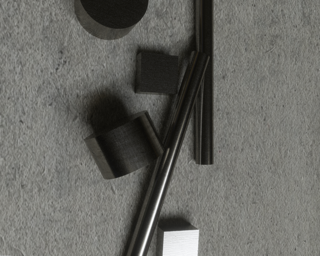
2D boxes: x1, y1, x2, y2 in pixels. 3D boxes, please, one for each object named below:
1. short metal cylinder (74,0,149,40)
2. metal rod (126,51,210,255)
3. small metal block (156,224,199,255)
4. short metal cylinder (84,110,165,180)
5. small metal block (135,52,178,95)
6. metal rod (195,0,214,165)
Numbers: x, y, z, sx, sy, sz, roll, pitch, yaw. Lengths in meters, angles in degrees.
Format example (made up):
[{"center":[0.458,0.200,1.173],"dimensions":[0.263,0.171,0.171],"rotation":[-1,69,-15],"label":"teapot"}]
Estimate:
[{"center":[-0.060,-0.152,0.373],"dimensions":[0.081,0.050,0.079],"rotation":[0,90,-20],"label":"short metal cylinder"},{"center":[0.008,0.046,0.401],"dimensions":[0.025,0.025,0.299],"rotation":[19,88,-19],"label":"metal rod"},{"center":[0.023,0.160,0.418],"dimensions":[0.050,0.025,0.050],"rotation":[4,89,-20],"label":"small metal block"},{"center":[-0.041,0.018,0.365],"dimensions":[0.081,0.080,0.050],"rotation":[-28,99,-18],"label":"short metal cylinder"},{"center":[-0.005,-0.070,0.407],"dimensions":[0.050,0.025,0.050],"rotation":[1,90,-20],"label":"small metal block"},{"center":[0.062,-0.099,0.431],"dimensions":[0.025,0.025,0.298],"rotation":[0,90,-20],"label":"metal rod"}]
